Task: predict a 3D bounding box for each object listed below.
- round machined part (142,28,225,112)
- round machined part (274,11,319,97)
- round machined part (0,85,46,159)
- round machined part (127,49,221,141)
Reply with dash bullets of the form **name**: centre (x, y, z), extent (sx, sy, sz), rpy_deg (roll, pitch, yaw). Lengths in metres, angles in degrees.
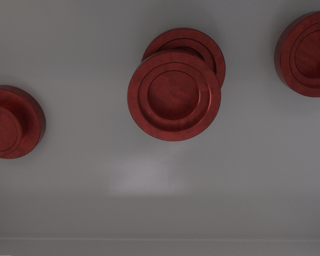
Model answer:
- **round machined part**: centre (0.026, -0.071, 0.376), extent (0.099, 0.042, 0.097), rpy_deg (0, 110, 0)
- **round machined part**: centre (0.186, -0.089, 0.371), extent (0.099, 0.042, 0.097), rpy_deg (0, 110, 0)
- **round machined part**: centre (-0.204, -0.003, 0.399), extent (0.099, 0.042, 0.097), rpy_deg (0, 110, 0)
- **round machined part**: centre (0.015, -0.038, 0.343), extent (0.099, 0.042, 0.097), rpy_deg (0, 111, 0)
